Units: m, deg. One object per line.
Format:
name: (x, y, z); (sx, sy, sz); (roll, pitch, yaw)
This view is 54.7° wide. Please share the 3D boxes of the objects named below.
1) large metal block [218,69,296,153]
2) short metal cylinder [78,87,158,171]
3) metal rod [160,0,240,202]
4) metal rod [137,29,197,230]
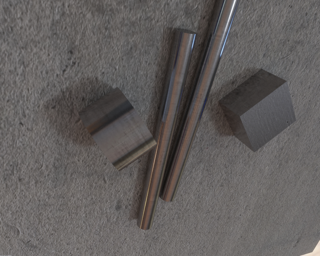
large metal block: (0.144, -0.025, 0.454); (0.080, 0.050, 0.080); (-37, 129, -4)
short metal cylinder: (-0.046, 0.001, 0.347); (0.050, 0.080, 0.080); (-35, 129, -6)
metal rod: (0.046, -0.025, 0.416); (0.025, 0.025, 0.298); (1, 118, -29)
metal rod: (0.003, 0.020, 0.420); (0.025, 0.025, 0.298); (-3, 120, -27)
